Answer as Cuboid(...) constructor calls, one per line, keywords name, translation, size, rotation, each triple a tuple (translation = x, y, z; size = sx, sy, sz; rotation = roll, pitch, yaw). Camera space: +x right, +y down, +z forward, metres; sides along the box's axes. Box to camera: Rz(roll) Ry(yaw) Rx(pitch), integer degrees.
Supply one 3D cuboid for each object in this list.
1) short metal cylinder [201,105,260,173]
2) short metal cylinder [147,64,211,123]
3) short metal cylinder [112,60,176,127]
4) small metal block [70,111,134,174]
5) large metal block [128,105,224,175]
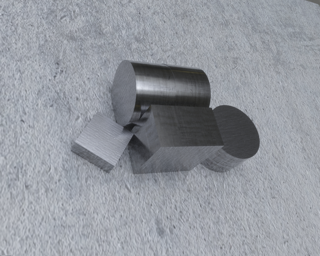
Cuboid(name="short metal cylinder", translation=(0.088, 0.015, 0.427), size=(0.081, 0.050, 0.080), rotation=(14, 56, -21))
Cuboid(name="short metal cylinder", translation=(0.022, -0.042, 0.408), size=(0.050, 0.080, 0.080), rotation=(1, 62, -28))
Cuboid(name="short metal cylinder", translation=(-0.022, -0.041, 0.384), size=(0.050, 0.080, 0.080), rotation=(1, 62, -28))
Cuboid(name="small metal block", translation=(-0.066, 0.017, 0.360), size=(0.050, 0.025, 0.050), rotation=(33, 51, -7))
Cuboid(name="large metal block", translation=(0.014, 0.016, 0.369), size=(0.081, 0.080, 0.050), rotation=(1, 62, -28))
